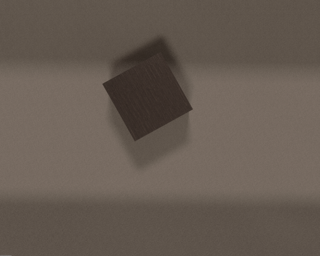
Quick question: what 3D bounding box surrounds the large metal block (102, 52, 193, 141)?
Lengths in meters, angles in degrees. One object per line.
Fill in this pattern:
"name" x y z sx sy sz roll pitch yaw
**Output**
"large metal block" -0.015 -0.038 0.399 0.080 0.050 0.080 -29 90 0
